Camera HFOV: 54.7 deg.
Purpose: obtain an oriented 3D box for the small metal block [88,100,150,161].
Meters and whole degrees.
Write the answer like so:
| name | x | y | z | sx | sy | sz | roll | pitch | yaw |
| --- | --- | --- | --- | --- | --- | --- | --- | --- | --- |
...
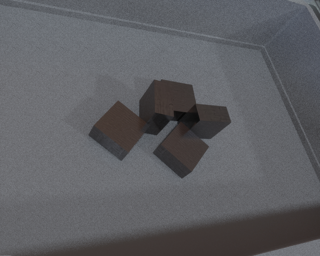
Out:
| name | x | y | z | sx | sy | sz | roll | pitch | yaw |
| --- | --- | --- | --- | --- | --- | --- | --- | --- | --- |
| small metal block | -0.049 | 0.003 | 0.376 | 0.050 | 0.025 | 0.050 | 39 | 51 | -3 |

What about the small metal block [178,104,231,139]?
| name | x | y | z | sx | sy | sz | roll | pitch | yaw |
| --- | --- | --- | --- | --- | --- | --- | --- | --- | --- |
| small metal block | 0.060 | -0.008 | 0.426 | 0.050 | 0.050 | 0.025 | 3 | 61 | -27 |

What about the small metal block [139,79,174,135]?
| name | x | y | z | sx | sy | sz | roll | pitch | yaw |
| --- | --- | --- | --- | --- | --- | --- | --- | --- | --- |
| small metal block | -0.006 | -0.026 | 0.401 | 0.025 | 0.050 | 0.050 | 12 | 57 | -22 |

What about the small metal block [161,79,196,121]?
| name | x | y | z | sx | sy | sz | roll | pitch | yaw |
| --- | --- | --- | --- | --- | --- | --- | --- | --- | --- |
| small metal block | 0.023 | -0.038 | 0.440 | 0.050 | 0.025 | 0.050 | 6 | 59 | -25 |

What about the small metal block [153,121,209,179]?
| name | x | y | z | sx | sy | sz | roll | pitch | yaw |
| --- | --- | --- | --- | --- | --- | --- | --- | --- | --- |
| small metal block | 0.028 | 0.028 | 0.402 | 0.050 | 0.025 | 0.050 | 42 | 51 | 0 |
